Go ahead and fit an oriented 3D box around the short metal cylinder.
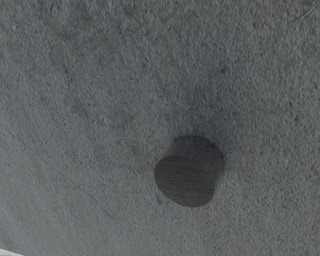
[{"bbox_3d":[0.039,0.056,0.405,0.080,0.050,0.080,13,124,21],"label":"short metal cylinder"}]
